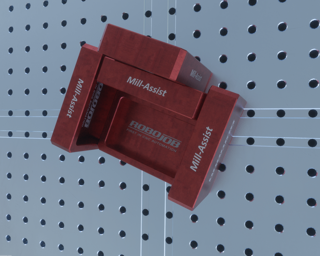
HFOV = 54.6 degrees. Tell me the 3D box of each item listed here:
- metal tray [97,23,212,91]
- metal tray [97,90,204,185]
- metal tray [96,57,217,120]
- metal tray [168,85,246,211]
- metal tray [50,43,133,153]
[{"bbox_3d":[0.001,-0.075,0.356,0.090,0.130,0.030,24,99,18],"label":"metal tray"},{"bbox_3d":[-0.010,0.011,0.413,0.130,0.030,0.090,23,98,18],"label":"metal tray"},{"bbox_3d":[0.001,-0.046,0.378,0.130,0.090,0.030,23,98,18],"label":"metal tray"},{"bbox_3d":[0.057,0.021,0.357,0.030,0.090,0.129,23,98,18],"label":"metal tray"},{"bbox_3d":[-0.085,-0.035,0.408,0.030,0.090,0.129,23,98,18],"label":"metal tray"}]
